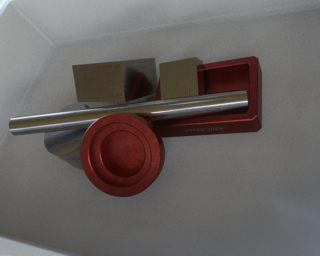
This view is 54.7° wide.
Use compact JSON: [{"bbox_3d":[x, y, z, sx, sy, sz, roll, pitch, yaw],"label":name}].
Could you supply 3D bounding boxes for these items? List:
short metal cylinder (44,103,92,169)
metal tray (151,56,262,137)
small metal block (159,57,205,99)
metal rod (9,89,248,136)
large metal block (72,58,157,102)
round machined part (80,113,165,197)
[{"bbox_3d":[-0.114,0.012,0.437,0.080,0.050,0.080,-13,56,20],"label":"short metal cylinder"},{"bbox_3d":[0.059,-0.037,0.391,0.130,0.030,0.090,-4,60,25],"label":"metal tray"},{"bbox_3d":[0.028,-0.060,0.397,0.050,0.025,0.050,-5,86,26],"label":"small metal block"},{"bbox_3d":[-0.047,-0.017,0.384,0.301,0.025,0.025,-6,59,12],"label":"metal rod"},{"bbox_3d":[-0.060,-0.067,0.430,0.080,0.080,0.050,3,105,30],"label":"large metal block"},{"bbox_3d":[-0.042,0.030,0.374,0.098,0.042,0.097,1,95,13],"label":"round machined part"}]
